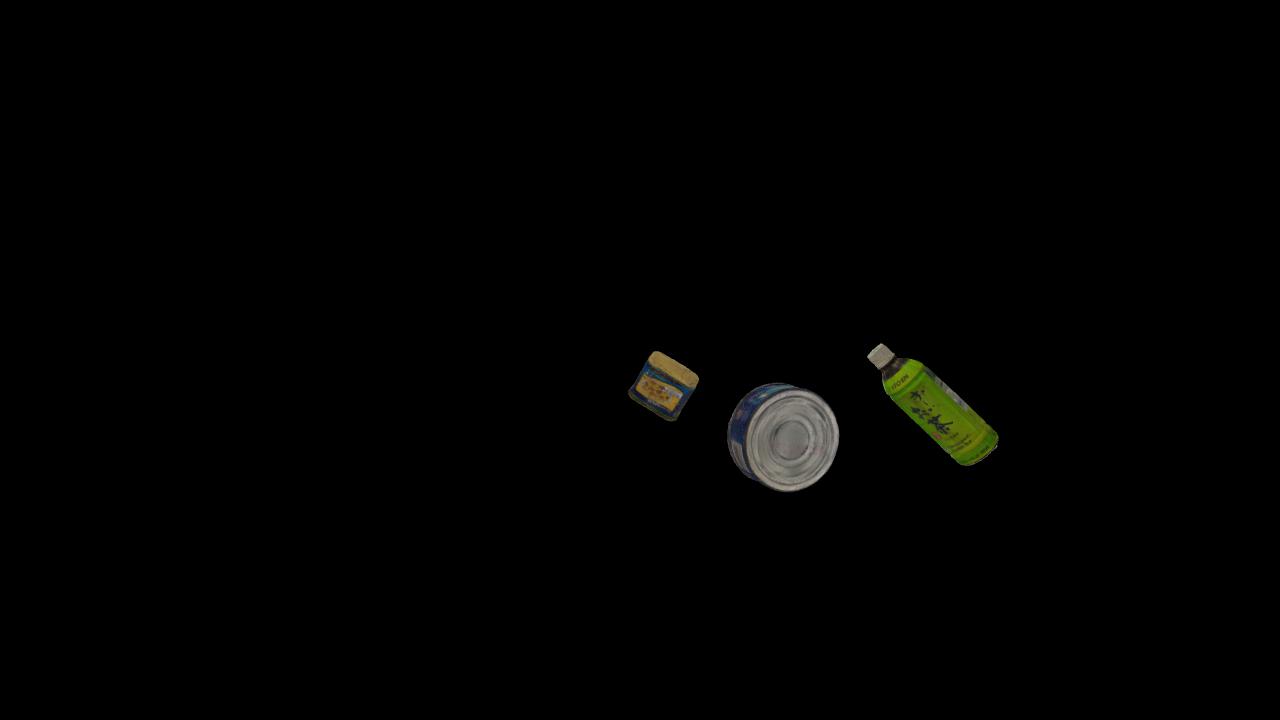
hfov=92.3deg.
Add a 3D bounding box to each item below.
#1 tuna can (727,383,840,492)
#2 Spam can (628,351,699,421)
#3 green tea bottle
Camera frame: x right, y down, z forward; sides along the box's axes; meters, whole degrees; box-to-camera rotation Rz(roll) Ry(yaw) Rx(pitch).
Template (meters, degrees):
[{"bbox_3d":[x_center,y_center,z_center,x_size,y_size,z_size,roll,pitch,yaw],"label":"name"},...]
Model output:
[{"bbox_3d":[0.115,0.061,0.491,0.084,0.084,0.034,0,4,-14],"label":"tuna can"},{"bbox_3d":[0.043,0.046,1.093,0.101,0.085,0.058,31,34,4],"label":"Spam can"},{"bbox_3d":[0.424,0.059,0.908,0.073,0.212,0.073,-43,-6,-5],"label":"green tea bottle"}]
